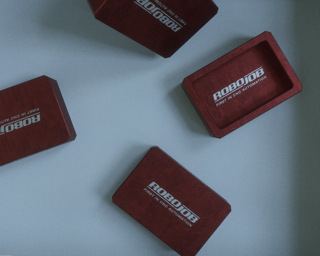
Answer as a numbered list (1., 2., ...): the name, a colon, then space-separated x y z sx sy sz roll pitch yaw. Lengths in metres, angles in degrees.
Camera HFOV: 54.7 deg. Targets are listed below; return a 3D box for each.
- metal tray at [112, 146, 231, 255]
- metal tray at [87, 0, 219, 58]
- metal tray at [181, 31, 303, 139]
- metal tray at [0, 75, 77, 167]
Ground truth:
1. metal tray: 0.015 0.097 0.409 0.130 0.030 0.090 38 90 0
2. metal tray: -0.003 -0.138 0.347 0.090 0.131 0.030 -40 60 24
3. metal tray: 0.106 -0.055 0.409 0.130 0.030 0.090 -31 90 0
4. metal tray: -0.189 -0.005 0.407 0.131 0.030 0.090 -20 90 0
